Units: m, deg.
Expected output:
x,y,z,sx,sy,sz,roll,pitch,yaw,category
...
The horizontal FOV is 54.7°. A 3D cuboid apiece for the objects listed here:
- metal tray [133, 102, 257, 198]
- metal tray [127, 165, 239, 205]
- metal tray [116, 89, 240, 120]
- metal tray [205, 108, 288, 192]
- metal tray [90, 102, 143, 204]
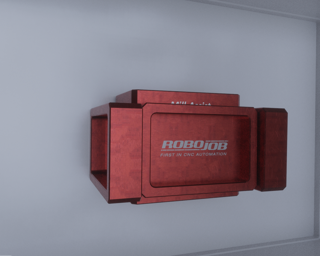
x,y,z,sx,sy,sz,roll,pitch,yaw,category
0.039,0.021,0.324,0.131,0.030,0.089,1,89,-20,metal tray
0.018,0.064,0.379,0.131,0.090,0.030,0,90,-20,metal tray
0.019,-0.025,0.380,0.131,0.090,0.030,0,91,-20,metal tray
0.101,0.022,0.389,0.030,0.130,0.089,1,90,-20,metal tray
-0.052,0.021,0.334,0.030,0.130,0.089,1,91,-20,metal tray
